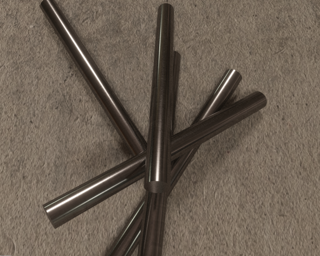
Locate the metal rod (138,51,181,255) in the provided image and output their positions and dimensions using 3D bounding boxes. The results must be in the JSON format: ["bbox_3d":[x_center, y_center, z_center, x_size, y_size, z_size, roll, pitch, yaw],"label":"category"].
[{"bbox_3d":[0.002,0.028,0.376,0.025,0.025,0.299,6,62,2],"label":"metal rod"}]

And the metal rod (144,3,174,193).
[{"bbox_3d":[0.003,-0.062,0.383,0.025,0.025,0.300,3,52,0],"label":"metal rod"}]

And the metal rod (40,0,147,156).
[{"bbox_3d":[-0.091,-0.069,0.432,0.025,0.025,0.299,-31,73,-11],"label":"metal rod"}]

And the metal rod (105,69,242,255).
[{"bbox_3d":[0.023,0.043,0.392,0.025,0.025,0.300,31,73,10],"label":"metal rod"}]

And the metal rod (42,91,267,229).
[{"bbox_3d":[0.017,0.021,0.355,0.302,0.025,0.025,-27,72,-28],"label":"metal rod"}]
